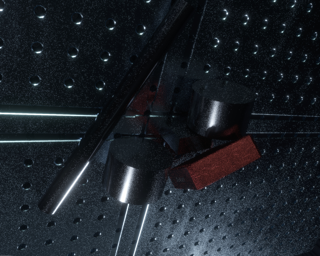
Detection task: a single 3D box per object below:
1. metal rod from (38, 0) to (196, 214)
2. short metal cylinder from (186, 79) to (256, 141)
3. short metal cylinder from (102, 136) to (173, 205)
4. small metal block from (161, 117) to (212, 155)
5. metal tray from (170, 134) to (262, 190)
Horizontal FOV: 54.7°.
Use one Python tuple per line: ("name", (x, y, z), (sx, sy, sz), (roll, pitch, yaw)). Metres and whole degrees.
("metal rod", (-0.057, -0.018, 0.368), (0.025, 0.025, 0.299), (28, 103, -38))
("short metal cylinder", (0.078, -0.026, 0.402), (0.081, 0.080, 0.050), (-7, 122, -25))
("short metal cylinder", (-0.029, 0.051, 0.392), (0.081, 0.080, 0.050), (2, 118, -29))
("small metal block", (0.036, 0.008, 0.420), (0.050, 0.050, 0.025), (-9, 122, -24))
("metal tray", (0.066, 0.049, 0.419), (0.091, 0.130, 0.030), (-25, 85, -13))
